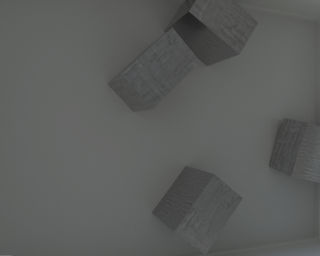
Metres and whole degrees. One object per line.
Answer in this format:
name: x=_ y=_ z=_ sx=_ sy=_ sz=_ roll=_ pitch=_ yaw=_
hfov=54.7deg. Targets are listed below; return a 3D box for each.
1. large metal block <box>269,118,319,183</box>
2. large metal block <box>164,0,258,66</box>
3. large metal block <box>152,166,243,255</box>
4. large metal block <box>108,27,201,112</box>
large metal block: x=0.226 y=0.036 z=0.474 sx=0.081 sy=0.050 sz=0.080 roll=14 pitch=95 yaw=-20
large metal block: x=0.064 y=-0.132 z=0.404 sx=0.080 sy=0.080 sz=0.050 roll=34 pitch=79 yaw=-17
large metal block: x=0.045 y=0.100 z=0.398 sx=0.050 sy=0.080 sz=0.080 roll=41 pitch=77 yaw=-16
large metal block: x=-0.011 y=-0.066 z=0.377 sx=0.080 sy=0.080 sz=0.050 roll=-46 pitch=105 yaw=-14
